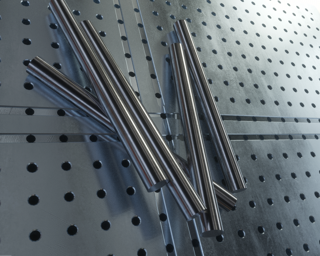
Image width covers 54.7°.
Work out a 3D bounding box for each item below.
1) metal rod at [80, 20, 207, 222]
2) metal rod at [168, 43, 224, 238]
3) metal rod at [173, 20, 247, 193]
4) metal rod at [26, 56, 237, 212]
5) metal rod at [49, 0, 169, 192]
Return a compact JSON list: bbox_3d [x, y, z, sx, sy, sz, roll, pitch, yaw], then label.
[{"bbox_3d":[-0.034,-0.027,0.378,0.025,0.025,0.299,-14,60,-34],"label":"metal rod"},{"bbox_3d":[0.040,-0.009,0.413,0.025,0.025,0.300,11,50,-23],"label":"metal rod"},{"bbox_3d":[0.070,-0.047,0.476,0.025,0.025,0.299,0,62,-29],"label":"metal rod"},{"bbox_3d":[-0.031,0.011,0.386,0.301,0.025,0.025,36,51,-5],"label":"metal rod"},{"bbox_3d":[-0.073,-0.057,0.377,0.025,0.025,0.299,-14,61,-34],"label":"metal rod"}]
